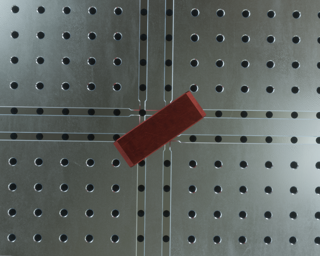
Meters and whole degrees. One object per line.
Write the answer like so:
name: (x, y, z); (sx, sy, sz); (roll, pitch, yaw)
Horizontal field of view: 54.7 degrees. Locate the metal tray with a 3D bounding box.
metal tray: (0.000, 0.001, 0.361); (0.090, 0.130, 0.030); (-35, 90, 0)
